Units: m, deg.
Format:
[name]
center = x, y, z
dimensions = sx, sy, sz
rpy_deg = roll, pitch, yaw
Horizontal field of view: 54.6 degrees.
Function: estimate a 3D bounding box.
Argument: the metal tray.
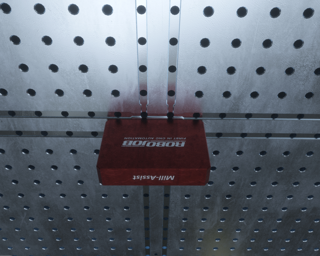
[metal tray]
center = -0.007, 0.028, 0.392
dimensions = 0.131, 0.090, 0.030
rpy_deg = 0, 130, 0
